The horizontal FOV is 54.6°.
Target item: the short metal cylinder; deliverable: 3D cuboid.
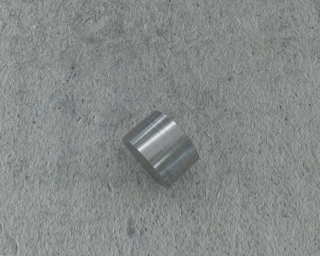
[{"bbox_3d":[0.000,0.026,0.370,0.050,0.080,0.080,-41,75,-13],"label":"short metal cylinder"}]
